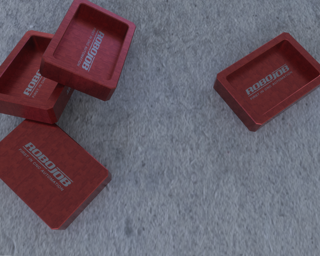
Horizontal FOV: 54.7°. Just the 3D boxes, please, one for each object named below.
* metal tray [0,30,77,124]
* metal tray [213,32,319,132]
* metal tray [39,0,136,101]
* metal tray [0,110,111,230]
[{"bbox_3d":[-0.158,-0.072,0.411,0.090,0.030,0.130,12,54,4],"label":"metal tray"},{"bbox_3d":[0.153,-0.066,0.431,0.131,0.030,0.090,-33,74,-12],"label":"metal tray"},{"bbox_3d":[-0.090,-0.107,0.409,0.091,0.030,0.130,22,54,-15],"label":"metal tray"},{"bbox_3d":[-0.138,0.050,0.385,0.130,0.030,0.090,39,74,12],"label":"metal tray"}]
